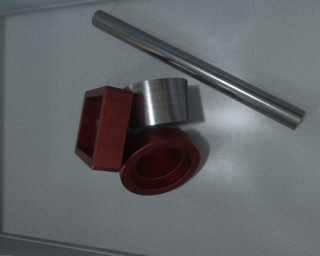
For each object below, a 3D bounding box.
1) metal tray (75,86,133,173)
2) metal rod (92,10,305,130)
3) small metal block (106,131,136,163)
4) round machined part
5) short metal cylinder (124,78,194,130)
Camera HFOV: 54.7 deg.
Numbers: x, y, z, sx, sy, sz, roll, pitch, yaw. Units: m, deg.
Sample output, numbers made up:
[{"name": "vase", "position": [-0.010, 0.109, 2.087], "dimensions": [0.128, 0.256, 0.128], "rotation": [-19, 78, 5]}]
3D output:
[{"name": "metal tray", "position": [-0.074, -0.002, 0.384], "dimensions": [0.030, 0.130, 0.089], "rotation": [10, 89, -24]}, {"name": "metal rod", "position": [0.036, -0.082, 0.397], "dimensions": [0.301, 0.025, 0.025], "rotation": [31, 100, 17]}, {"name": "small metal block", "position": [-0.057, 0.022, 0.414], "dimensions": [0.025, 0.050, 0.050], "rotation": [18, 98, -25]}, {"name": "round machined part", "position": [-0.004, 0.036, 0.382], "dimensions": [0.098, 0.098, 0.042], "rotation": [-40, 43, 15]}, {"name": "short metal cylinder", "position": [-0.002, -0.028, 0.381], "dimensions": [0.080, 0.080, 0.050], "rotation": [-10, 87, 19]}]
